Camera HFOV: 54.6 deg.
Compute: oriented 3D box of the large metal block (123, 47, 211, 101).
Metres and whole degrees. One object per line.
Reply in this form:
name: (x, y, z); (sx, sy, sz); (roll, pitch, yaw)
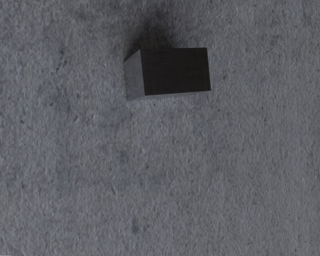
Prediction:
large metal block: (0.005, -0.064, 0.381); (0.081, 0.080, 0.050); (-7, 93, -20)
